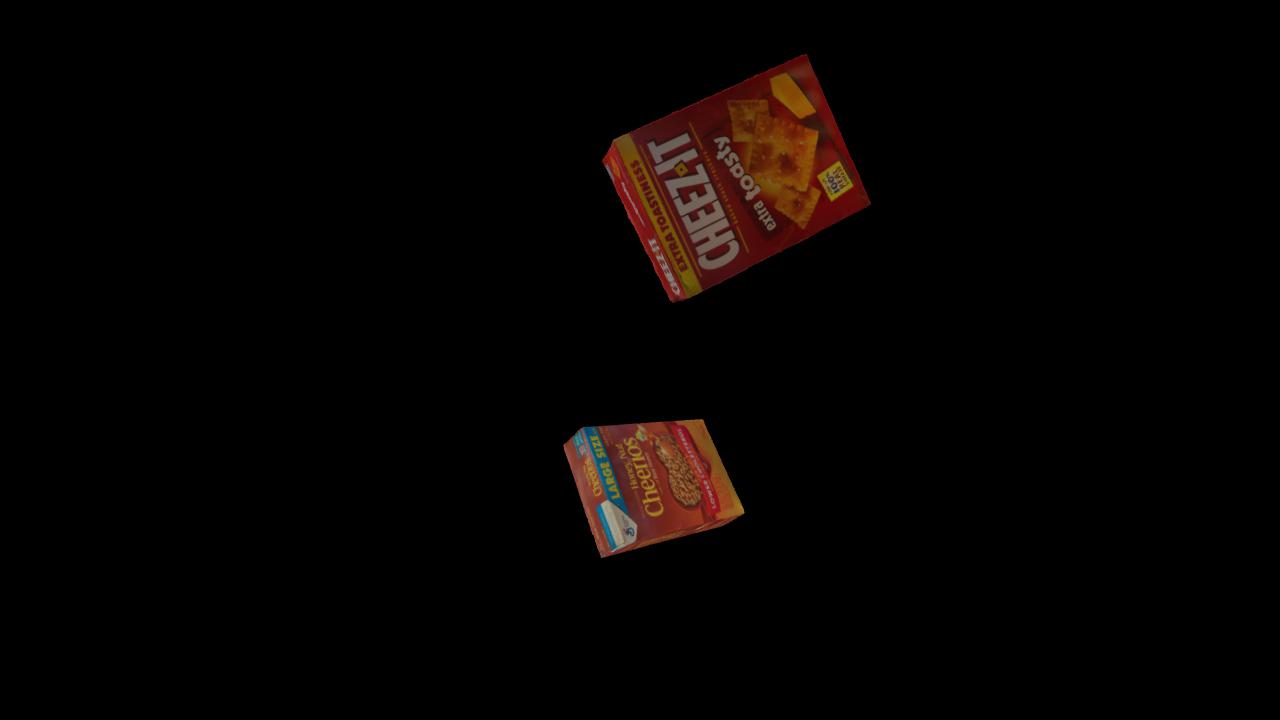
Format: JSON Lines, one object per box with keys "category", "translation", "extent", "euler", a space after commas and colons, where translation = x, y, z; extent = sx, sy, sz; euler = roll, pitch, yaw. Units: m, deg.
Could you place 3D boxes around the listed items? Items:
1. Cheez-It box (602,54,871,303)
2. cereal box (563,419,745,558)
{"category": "Cheez-It box", "translation": [0.097, -0.180, 0.620], "extent": [0.223, 0.166, 0.071], "euler": [-28, 7, -10]}
{"category": "cereal box", "translation": [0.030, 0.213, 1.087], "extent": [0.306, 0.203, 0.081], "euler": [3, -34, -44]}
